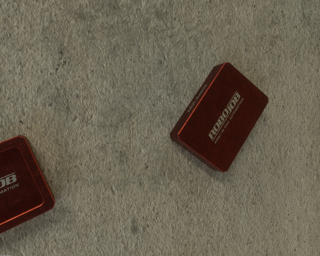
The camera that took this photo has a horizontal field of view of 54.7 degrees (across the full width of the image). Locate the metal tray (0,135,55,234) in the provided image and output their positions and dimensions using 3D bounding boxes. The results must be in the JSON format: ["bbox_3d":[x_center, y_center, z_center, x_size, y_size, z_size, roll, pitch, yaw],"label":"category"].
[{"bbox_3d":[-0.194,0.072,0.334,0.131,0.030,0.090,-24,98,-19],"label":"metal tray"}]

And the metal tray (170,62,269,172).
[{"bbox_3d":[0.086,-0.015,0.438,0.090,0.030,0.130,37,78,-16],"label":"metal tray"}]
